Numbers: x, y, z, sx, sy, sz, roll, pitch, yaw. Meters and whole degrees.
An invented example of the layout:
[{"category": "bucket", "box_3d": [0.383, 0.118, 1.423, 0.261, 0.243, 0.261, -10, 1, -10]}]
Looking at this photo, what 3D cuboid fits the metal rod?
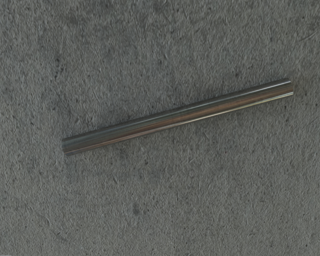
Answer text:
[{"category": "metal rod", "box_3d": [0.018, -0.013, 0.405, 0.301, 0.025, 0.025, -15, 110, 5]}]
